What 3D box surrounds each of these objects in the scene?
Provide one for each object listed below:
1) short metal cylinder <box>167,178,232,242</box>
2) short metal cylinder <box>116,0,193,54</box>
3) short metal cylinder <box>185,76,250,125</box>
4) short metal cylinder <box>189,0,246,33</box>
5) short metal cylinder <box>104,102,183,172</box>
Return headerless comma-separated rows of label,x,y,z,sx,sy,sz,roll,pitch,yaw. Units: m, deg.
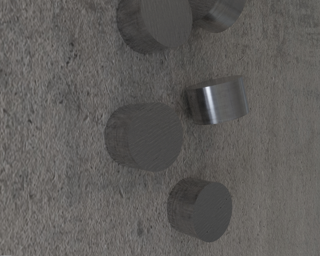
short metal cylinder,0.056,0.113,0.436,0.081,0.050,0.080,0,90,-40
short metal cylinder,-0.006,-0.135,0.383,0.081,0.050,0.080,0,90,-40
short metal cylinder,0.081,-0.040,0.436,0.081,0.080,0.050,-24,105,-38
short metal cylinder,0.070,-0.178,0.427,0.050,0.080,0.080,8,85,-40
short metal cylinder,-0.019,0.010,0.373,0.081,0.050,0.080,0,90,-40
